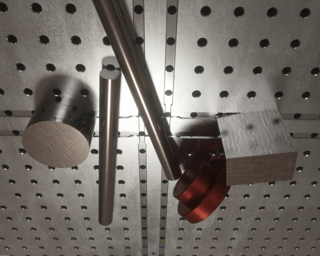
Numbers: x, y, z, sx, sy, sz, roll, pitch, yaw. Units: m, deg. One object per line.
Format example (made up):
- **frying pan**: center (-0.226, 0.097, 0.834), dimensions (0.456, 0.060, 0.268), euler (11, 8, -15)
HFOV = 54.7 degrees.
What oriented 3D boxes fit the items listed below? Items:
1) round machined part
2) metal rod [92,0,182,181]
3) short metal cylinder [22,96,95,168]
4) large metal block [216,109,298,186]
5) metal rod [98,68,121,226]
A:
- **round machined part**: center (0.055, 0.081, 0.438), dimensions (0.042, 0.098, 0.098), euler (39, 122, -6)
- **metal rod**: center (-0.020, -0.038, 0.378), dimensions (0.025, 0.025, 0.299), euler (-13, 129, 10)
- **short metal cylinder**: center (-0.127, 0.006, 0.399), dimensions (0.081, 0.050, 0.079), euler (0, 130, 0)
- **large metal block**: center (0.119, 0.024, 0.398), dimensions (0.080, 0.080, 0.050), euler (-6, 130, 5)
- **metal rod**: center (-0.077, 0.050, 0.452), dimensions (0.025, 0.025, 0.298), euler (5, 130, -5)
